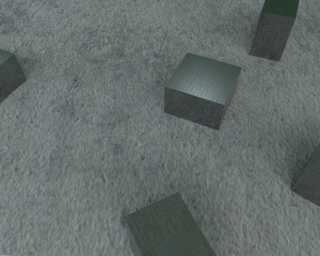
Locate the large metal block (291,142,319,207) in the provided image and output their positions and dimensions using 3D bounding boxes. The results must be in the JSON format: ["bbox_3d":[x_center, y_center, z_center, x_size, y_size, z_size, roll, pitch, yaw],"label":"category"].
[{"bbox_3d":[0.200,0.051,0.327,0.080,0.080,0.050,31,56,23],"label":"large metal block"}]

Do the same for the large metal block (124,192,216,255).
[{"bbox_3d":[0.011,0.117,0.269,0.050,0.080,0.080,-21,53,-17],"label":"large metal block"}]

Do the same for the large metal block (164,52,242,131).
[{"bbox_3d":[0.060,-0.053,0.432,0.080,0.050,0.080,20,53,15],"label":"large metal block"}]

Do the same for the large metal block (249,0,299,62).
[{"bbox_3d":[0.190,-0.171,0.514,0.050,0.080,0.080,17,52,13],"label":"large metal block"}]

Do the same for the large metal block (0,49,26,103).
[{"bbox_3d":[-0.260,-0.075,0.447,0.080,0.050,0.080,20,53,15],"label":"large metal block"}]
